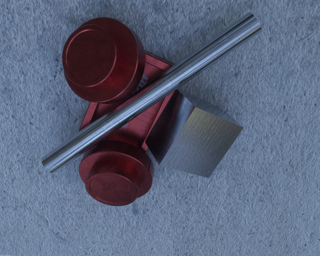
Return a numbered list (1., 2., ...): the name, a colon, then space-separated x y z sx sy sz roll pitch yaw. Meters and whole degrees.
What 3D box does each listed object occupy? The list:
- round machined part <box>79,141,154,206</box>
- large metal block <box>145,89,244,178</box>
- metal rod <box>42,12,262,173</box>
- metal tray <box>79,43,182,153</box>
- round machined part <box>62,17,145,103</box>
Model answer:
1. round machined part: -0.059 0.066 0.407 0.099 0.042 0.097 4 131 5
2. large metal block: 0.041 0.009 0.386 0.080 0.050 0.080 19 110 -33
3. metal rod: -0.019 -0.035 0.367 0.300 0.025 0.025 -33 107 11
4. metal tray: -0.037 -0.034 0.395 0.090 0.030 0.129 23 108 -9
5. round machined part: -0.070 -0.078 0.351 0.098 0.042 0.097 0 89 20
